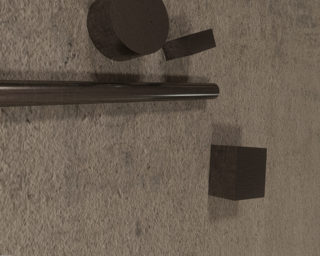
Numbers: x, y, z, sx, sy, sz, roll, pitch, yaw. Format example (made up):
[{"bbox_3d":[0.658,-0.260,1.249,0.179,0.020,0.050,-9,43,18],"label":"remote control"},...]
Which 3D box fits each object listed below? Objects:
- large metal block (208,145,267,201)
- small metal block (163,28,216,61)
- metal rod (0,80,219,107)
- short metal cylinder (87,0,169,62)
[{"bbox_3d":[0.125,0.069,0.497,0.081,0.050,0.080,6,86,-40],"label":"large metal block"},{"bbox_3d":[0.039,-0.114,0.423,0.050,0.050,0.025,-27,108,-37],"label":"small metal block"},{"bbox_3d":[-0.034,-0.044,0.377,0.302,0.025,0.025,-6,94,-40],"label":"metal rod"},{"bbox_3d":[-0.036,-0.121,0.359,0.081,0.050,0.079,0,90,-40],"label":"short metal cylinder"}]
